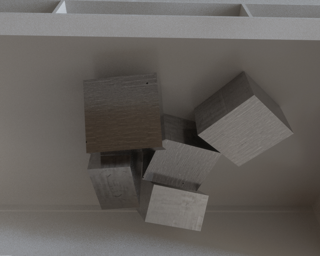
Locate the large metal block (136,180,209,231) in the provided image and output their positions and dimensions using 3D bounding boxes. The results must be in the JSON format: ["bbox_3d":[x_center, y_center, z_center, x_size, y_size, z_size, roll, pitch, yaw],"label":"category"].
[{"bbox_3d":[0.014,0.108,0.455,0.081,0.080,0.050,14,86,-14],"label":"large metal block"}]

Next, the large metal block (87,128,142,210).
[{"bbox_3d":[-0.056,0.051,0.414,0.050,0.080,0.080,-4,130,3],"label":"large metal block"}]

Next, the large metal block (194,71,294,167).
[{"bbox_3d":[0.101,-0.009,0.385,0.080,0.050,0.080,36,121,-27],"label":"large metal block"}]

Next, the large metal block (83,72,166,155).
[{"bbox_3d":[-0.038,-0.013,0.352,0.080,0.080,0.050,-5,172,5],"label":"large metal block"}]

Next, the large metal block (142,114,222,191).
[{"bbox_3d":[0.027,0.035,0.422,0.081,0.050,0.079,15,129,-13],"label":"large metal block"}]
